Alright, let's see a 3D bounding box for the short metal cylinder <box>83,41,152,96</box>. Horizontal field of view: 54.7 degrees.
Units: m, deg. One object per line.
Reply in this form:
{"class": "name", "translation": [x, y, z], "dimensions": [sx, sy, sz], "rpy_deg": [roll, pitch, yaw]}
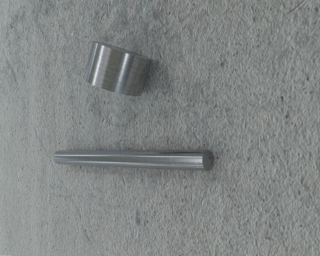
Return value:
{"class": "short metal cylinder", "translation": [-0.056, -0.080, 0.413], "dimensions": [0.080, 0.081, 0.050], "rpy_deg": [29, 108, 36]}

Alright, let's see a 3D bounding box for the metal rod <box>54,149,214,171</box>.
{"class": "metal rod", "translation": [-0.060, 0.044, 0.452], "dimensions": [0.300, 0.025, 0.025], "rpy_deg": [-4, 88, 39]}
